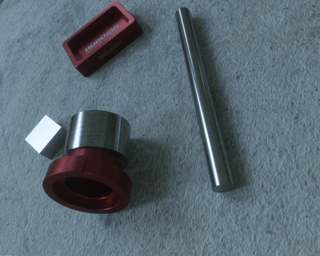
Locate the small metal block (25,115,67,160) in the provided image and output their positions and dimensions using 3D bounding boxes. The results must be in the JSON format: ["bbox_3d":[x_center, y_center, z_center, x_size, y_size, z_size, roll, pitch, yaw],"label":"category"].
[{"bbox_3d":[-0.176,0.014,0.487,0.050,0.025,0.050,30,78,37],"label":"small metal block"}]

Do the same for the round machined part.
[{"bbox_3d":[-0.081,0.060,0.364,0.098,0.098,0.042,-12,46,21],"label":"round machined part"}]

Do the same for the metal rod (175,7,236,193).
[{"bbox_3d":[0.052,-0.059,0.412,0.025,0.025,0.299,-19,54,17],"label":"metal rod"}]

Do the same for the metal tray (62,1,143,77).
[{"bbox_3d":[-0.104,-0.161,0.553,0.130,0.030,0.090,-38,51,2],"label":"metal tray"}]

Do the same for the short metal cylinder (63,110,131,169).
[{"bbox_3d":[-0.079,0.020,0.398,0.080,0.080,0.050,-13,57,21],"label":"short metal cylinder"}]
